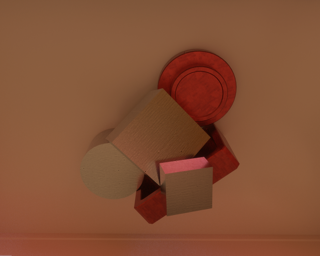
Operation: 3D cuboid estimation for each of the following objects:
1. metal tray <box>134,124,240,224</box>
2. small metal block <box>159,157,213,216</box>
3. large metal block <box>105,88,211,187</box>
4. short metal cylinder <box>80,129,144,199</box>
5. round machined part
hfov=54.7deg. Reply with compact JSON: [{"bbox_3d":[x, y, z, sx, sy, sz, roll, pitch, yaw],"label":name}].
[{"bbox_3d":[0.029,0.054,0.395,0.130,0.090,0.030,-36,106,11],"label":"metal tray"},{"bbox_3d":[0.028,0.062,0.331,0.050,0.025,0.050,-7,110,-12],"label":"small metal block"},{"bbox_3d":[-0.003,0.012,0.363,0.080,0.050,0.080,45,79,-15],"label":"large metal block"},{"bbox_3d":[-0.060,0.047,0.412,0.081,0.050,0.079,0,110,-1],"label":"short metal cylinder"},{"bbox_3d":[0.046,-0.046,0.384,0.099,0.042,0.097,0,110,-1],"label":"round machined part"}]
